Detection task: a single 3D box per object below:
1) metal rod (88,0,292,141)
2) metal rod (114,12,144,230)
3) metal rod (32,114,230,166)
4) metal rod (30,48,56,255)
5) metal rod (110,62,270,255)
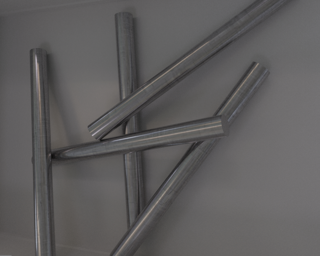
[{"bbox_3d":[0.034,-0.079,0.382,0.300,0.025,0.025,-35,79,10],"label":"metal rod"},{"bbox_3d":[-0.041,-0.007,0.424,0.025,0.025,0.298,-4,89,20],"label":"metal rod"},{"bbox_3d":[-0.058,0.024,0.405,0.300,0.025,0.025,-12,86,29],"label":"metal rod"},{"bbox_3d":[-0.168,0.026,0.439,0.025,0.025,0.299,-13,74,19],"label":"metal rod"},{"bbox_3d":[0.033,0.049,0.384,0.025,0.025,0.299,38,96,16],"label":"metal rod"}]
